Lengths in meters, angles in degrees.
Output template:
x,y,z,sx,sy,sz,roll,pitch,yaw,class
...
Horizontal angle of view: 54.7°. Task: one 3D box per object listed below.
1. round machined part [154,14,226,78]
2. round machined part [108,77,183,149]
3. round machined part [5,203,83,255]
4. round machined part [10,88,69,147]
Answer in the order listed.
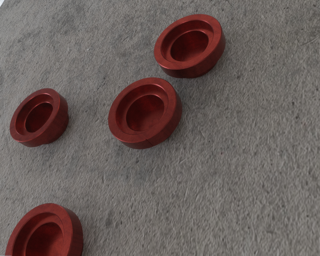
x,y,z,sx,sy,sz,roll,pitch,yaw,class
0.045,-0.109,0.437,0.098,0.042,0.098,-13,56,21,round machined part
-0.016,-0.015,0.411,0.098,0.042,0.098,-13,56,21,round machined part
-0.133,0.145,0.374,0.098,0.042,0.098,-13,56,21,round machined part
-0.188,-0.012,0.500,0.098,0.042,0.098,-13,56,21,round machined part
